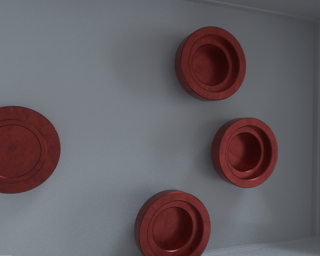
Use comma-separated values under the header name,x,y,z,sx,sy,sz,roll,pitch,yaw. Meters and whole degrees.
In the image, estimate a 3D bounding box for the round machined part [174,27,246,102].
name,x,y,z,sx,sy,sz,roll,pitch,yaw
round machined part,0.065,-0.085,0.427,0.099,0.042,0.097,0,90,-21

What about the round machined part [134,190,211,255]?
name,x,y,z,sx,sy,sz,roll,pitch,yaw
round machined part,0.013,0.130,0.406,0.099,0.042,0.097,1,88,-21

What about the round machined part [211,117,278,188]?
name,x,y,z,sx,sy,sz,roll,pitch,yaw
round machined part,0.116,0.034,0.446,0.099,0.042,0.097,0,90,-21

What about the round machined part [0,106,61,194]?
name,x,y,z,sx,sy,sz,roll,pitch,yaw
round machined part,-0.161,0.024,0.342,0.099,0.042,0.097,0,90,-21
